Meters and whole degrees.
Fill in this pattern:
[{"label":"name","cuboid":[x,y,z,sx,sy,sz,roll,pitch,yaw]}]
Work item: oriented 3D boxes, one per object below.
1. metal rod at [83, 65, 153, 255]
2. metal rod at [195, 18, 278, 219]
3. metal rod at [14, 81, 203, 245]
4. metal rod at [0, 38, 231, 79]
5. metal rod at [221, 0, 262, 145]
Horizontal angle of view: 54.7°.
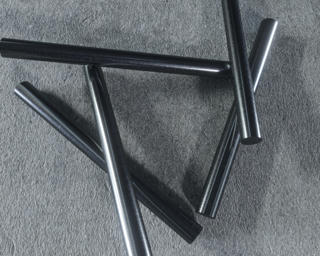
[{"label":"metal rod","cuboid":[-0.053,0.037,0.366,0.025,0.025,0.299,-16,61,-6]},{"label":"metal rod","cuboid":[0.109,-0.026,0.418,0.025,0.025,0.300,21,71,7]},{"label":"metal rod","cuboid":[-0.073,0.036,0.393,0.300,0.025,0.025,38,74,12]},{"label":"metal rod","cuboid":[-0.053,-0.093,0.420,0.302,0.025,0.025,4,70,-8]},{"label":"metal rod","cuboid":[0.107,-0.118,0.435,0.025,0.025,0.299,0,63,-1]}]
